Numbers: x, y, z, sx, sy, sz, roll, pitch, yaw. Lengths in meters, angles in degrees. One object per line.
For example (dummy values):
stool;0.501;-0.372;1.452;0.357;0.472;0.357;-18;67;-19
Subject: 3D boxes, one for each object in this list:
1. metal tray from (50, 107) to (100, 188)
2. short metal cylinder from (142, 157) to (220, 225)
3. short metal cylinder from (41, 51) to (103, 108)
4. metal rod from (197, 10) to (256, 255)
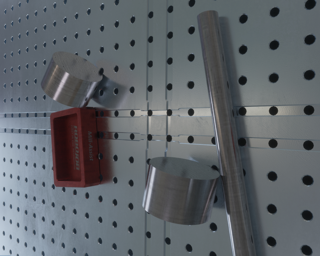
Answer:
metal tray;-0.146;0.033;0.526;0.090;0.030;0.129;-8;85;39
short metal cylinder;0.023;0.069;0.354;0.080;0.081;0.050;17;101;39
short metal cylinder;-0.138;-0.077;0.488;0.080;0.081;0.050;49;119;28
metal rod;0.075;0.015;0.347;0.025;0.025;0.298;-12;82;39
